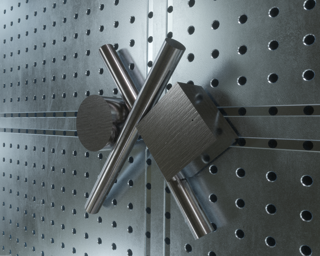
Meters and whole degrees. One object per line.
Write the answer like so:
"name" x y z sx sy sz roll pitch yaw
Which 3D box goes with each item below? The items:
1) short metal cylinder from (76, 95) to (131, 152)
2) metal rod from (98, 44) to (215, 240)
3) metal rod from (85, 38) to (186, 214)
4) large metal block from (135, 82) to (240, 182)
"short metal cylinder" -0.077 -0.007 0.452 0.080 0.050 0.079 0 90 40
"metal rod" -0.015 0.003 0.416 0.025 0.025 0.299 -43 64 31
"metal rod" -0.046 0.018 0.415 0.025 0.025 0.298 50 128 28
"large metal block" 0.029 0.005 0.363 0.080 0.050 0.080 -46 63 30
